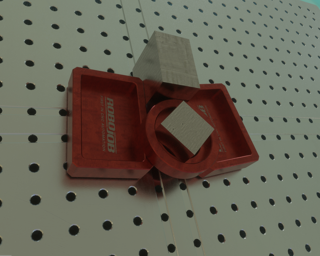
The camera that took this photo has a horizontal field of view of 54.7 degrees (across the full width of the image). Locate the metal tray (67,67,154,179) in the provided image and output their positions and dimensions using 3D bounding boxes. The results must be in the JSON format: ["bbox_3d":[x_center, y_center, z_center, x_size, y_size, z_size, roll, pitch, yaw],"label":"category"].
[{"bbox_3d":[-0.061,-0.007,0.371,0.091,0.030,0.130,6,59,-25],"label":"metal tray"}]

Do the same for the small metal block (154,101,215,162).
[{"bbox_3d":[0.028,0.004,0.362,0.050,0.025,0.050,43,51,1],"label":"small metal block"}]

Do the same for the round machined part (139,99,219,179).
[{"bbox_3d":[0.020,0.017,0.381,0.099,0.042,0.098,14,56,-21],"label":"round machined part"}]

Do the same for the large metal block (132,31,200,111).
[{"bbox_3d":[0.004,-0.066,0.411,0.050,0.080,0.080,6,59,-25],"label":"large metal block"}]

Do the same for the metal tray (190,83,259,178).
[{"bbox_3d":[0.075,-0.001,0.441,0.091,0.030,0.130,-7,65,-31],"label":"metal tray"}]
